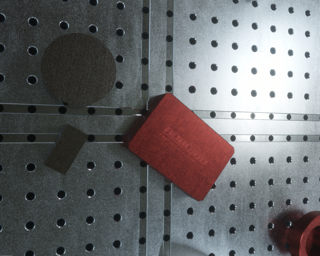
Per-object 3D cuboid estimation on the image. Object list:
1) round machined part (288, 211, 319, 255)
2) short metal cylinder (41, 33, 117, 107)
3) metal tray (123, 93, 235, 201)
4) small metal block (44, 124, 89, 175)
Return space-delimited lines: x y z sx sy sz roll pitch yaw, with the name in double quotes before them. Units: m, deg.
"round machined part" 0.246 0.180 0.494 0.099 0.042 0.097 0 90 -20
"short metal cylinder" -0.096 -0.065 0.364 0.081 0.050 0.080 0 90 -20
"metal tray" 0.028 0.026 0.420 0.130 0.030 0.090 39 77 -16
"small metal block" -0.109 0.023 0.359 0.025 0.050 0.050 32 80 -17
